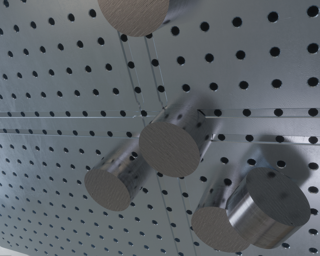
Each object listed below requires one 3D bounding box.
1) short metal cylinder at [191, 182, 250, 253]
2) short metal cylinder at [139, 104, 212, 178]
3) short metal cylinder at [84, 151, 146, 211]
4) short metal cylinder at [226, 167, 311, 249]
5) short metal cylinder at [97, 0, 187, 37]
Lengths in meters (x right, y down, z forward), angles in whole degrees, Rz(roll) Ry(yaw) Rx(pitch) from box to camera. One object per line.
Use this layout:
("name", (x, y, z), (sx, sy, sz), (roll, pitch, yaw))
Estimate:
("short metal cylinder", (0.089, 0.122, 0.423), (0.080, 0.050, 0.079), (13, 124, 21))
("short metal cylinder", (0.020, 0.016, 0.394), (0.080, 0.050, 0.079), (13, 124, 21))
("short metal cylinder", (-0.069, 0.082, 0.482), (0.080, 0.050, 0.079), (13, 124, 21))
("short metal cylinder", (0.126, 0.093, 0.367), (0.080, 0.080, 0.050), (31, 129, 8))
("short metal cylinder", (-0.017, -0.140, 0.318), (0.080, 0.050, 0.079), (13, 124, 21))
